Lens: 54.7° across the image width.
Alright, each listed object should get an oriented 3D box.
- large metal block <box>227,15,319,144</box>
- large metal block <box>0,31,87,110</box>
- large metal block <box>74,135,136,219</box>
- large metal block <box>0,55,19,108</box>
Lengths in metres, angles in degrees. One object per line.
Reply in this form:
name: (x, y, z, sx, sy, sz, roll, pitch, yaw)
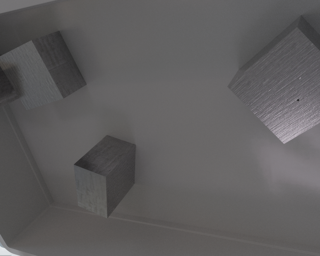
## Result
large metal block: (0.127, -0.045, 0.298, 0.080, 0.050, 0.080, 45, 129, -3)
large metal block: (-0.164, -0.078, 0.431, 0.080, 0.050, 0.080, -11, 113, 33)
large metal block: (-0.078, 0.070, 0.458, 0.050, 0.080, 0.079, 17, 125, 18)
large metal block: (-0.253, -0.072, 0.462, 0.080, 0.080, 0.050, 15, 124, 20)
